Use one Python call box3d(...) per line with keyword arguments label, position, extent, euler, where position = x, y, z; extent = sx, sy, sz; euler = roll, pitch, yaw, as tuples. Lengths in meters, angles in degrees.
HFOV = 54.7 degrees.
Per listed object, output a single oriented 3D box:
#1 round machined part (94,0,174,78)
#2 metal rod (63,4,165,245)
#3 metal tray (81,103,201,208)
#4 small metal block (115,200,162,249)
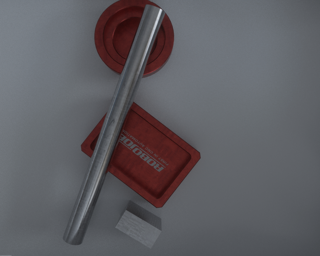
box3d(label="round machined part", position=(-0.032, -0.113, 0.402), extent=(0.099, 0.042, 0.097), euler=(0, 90, -1))
box3d(label="metal rod", position=(-0.057, 0.001, 0.375), extent=(0.025, 0.025, 0.298), euler=(20, 95, -1))
box3d(label="metal tray", position=(-0.024, 0.030, 0.408), extent=(0.130, 0.030, 0.090), euler=(38, 90, -1))
box3d(label="small metal block", position=(-0.026, 0.122, 0.399), extent=(0.050, 0.050, 0.025), euler=(31, 90, -1))
